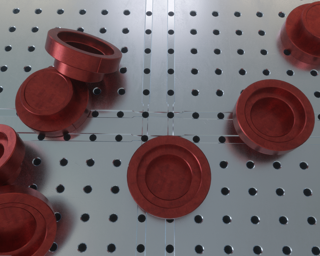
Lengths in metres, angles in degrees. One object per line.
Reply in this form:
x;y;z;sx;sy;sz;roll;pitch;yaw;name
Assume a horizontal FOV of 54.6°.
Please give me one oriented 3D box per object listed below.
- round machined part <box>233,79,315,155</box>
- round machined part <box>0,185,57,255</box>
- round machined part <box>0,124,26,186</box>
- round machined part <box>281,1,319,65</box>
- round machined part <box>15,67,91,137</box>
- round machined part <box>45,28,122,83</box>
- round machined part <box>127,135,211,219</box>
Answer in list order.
0.145;-0.011;0.408;0.099;0.042;0.098;0;70;0;round machined part
-0.169;0.108;0.345;0.099;0.042;0.097;-8;108;-24;round machined part
-0.209;0.044;0.372;0.098;0.042;0.098;-7;45;8;round machined part
0.235;-0.146;0.458;0.099;0.042;0.098;0;70;0;round machined part
-0.146;-0.041;0.417;0.099;0.042;0.098;0;70;0;round machined part
-0.104;-0.095;0.418;0.098;0.098;0.042;28;116;10;round machined part
0.011;0.061;0.380;0.099;0.042;0.098;0;70;0;round machined part
